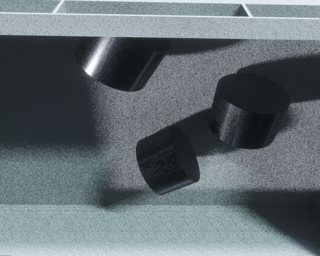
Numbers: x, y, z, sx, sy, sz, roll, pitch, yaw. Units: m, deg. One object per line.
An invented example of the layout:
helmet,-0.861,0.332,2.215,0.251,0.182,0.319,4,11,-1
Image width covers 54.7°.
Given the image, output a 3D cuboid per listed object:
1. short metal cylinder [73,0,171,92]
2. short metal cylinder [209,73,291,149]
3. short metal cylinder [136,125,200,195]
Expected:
short metal cylinder,-0.037,-0.081,0.303,0.080,0.080,0.050,24,126,-20
short metal cylinder,0.101,-0.021,0.357,0.081,0.080,0.050,4,130,-4
short metal cylinder,0.012,0.042,0.409,0.050,0.080,0.080,-25,126,19
